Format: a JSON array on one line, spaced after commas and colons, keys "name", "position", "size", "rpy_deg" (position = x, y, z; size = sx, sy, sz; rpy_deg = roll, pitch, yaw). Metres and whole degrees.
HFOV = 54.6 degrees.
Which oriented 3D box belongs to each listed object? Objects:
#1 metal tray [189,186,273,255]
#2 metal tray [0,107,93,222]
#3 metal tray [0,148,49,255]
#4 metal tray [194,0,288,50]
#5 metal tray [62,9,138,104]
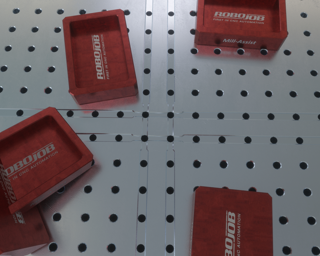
[{"name": "metal tray", "position": [0.081, 0.138, 0.359], "size": [0.090, 0.030, 0.130], "rpy_deg": [6, 70, 2]}, {"name": "metal tray", "position": [-0.159, 0.042, 0.369], "size": [0.131, 0.030, 0.090], "rpy_deg": [-35, 79, -29]}, {"name": "metal tray", "position": [-0.181, 0.079, 0.345], "size": [0.030, 0.090, 0.130], "rpy_deg": [-31, 73, 2]}, {"name": "metal tray", "position": [0.121, -0.169, 0.471], "size": [0.131, 0.030, 0.090], "rpy_deg": [5, 70, 2]}, {"name": "metal tray", "position": [-0.086, -0.105, 0.446], "size": [0.091, 0.030, 0.130], "rpy_deg": [-10, 70, -4]}]
